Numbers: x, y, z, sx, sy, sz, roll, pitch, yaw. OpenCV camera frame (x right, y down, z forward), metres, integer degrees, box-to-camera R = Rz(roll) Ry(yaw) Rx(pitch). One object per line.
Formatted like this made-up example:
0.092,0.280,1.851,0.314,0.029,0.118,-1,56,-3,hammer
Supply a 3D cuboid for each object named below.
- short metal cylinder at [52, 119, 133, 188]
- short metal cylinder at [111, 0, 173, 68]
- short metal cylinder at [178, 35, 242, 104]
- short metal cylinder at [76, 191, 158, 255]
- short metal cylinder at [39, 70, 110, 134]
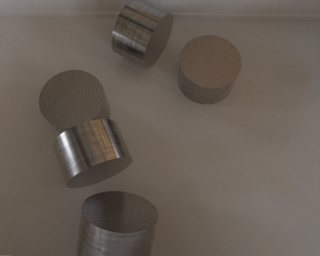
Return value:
-0.080,0.031,0.368,0.080,0.080,0.050,-23,72,-8,short metal cylinder
-0.023,-0.130,0.428,0.050,0.080,0.080,28,73,10,short metal cylinder
0.066,-0.079,0.425,0.081,0.050,0.080,0,70,0,short metal cylinder
-0.046,0.110,0.332,0.080,0.080,0.050,12,105,4,short metal cylinder
-0.109,-0.029,0.406,0.081,0.050,0.080,0,70,0,short metal cylinder
